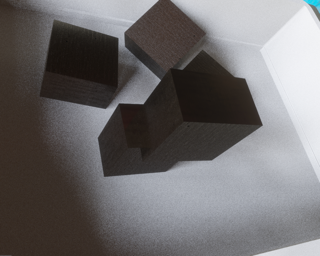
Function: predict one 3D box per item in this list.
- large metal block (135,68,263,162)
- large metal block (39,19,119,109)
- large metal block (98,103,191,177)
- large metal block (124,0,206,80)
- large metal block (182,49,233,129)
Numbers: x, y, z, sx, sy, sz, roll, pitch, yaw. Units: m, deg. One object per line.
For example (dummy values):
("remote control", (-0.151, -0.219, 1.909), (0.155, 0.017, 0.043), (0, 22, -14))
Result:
("large metal block", (0.032, -0.007, 0.291), (0.081, 0.080, 0.050), (2, 61, -28))
("large metal block", (-0.098, -0.077, 0.384), (0.081, 0.050, 0.080), (10, 57, -23))
("large metal block", (-0.017, 0.015, 0.353), (0.081, 0.080, 0.050), (0, 62, -29))
("large metal block", (0.006, -0.128, 0.451), (0.080, 0.050, 0.080), (43, 81, 1))
("large metal block", (0.064, -0.057, 0.461), (0.080, 0.050, 0.080), (41, 51, -1))
